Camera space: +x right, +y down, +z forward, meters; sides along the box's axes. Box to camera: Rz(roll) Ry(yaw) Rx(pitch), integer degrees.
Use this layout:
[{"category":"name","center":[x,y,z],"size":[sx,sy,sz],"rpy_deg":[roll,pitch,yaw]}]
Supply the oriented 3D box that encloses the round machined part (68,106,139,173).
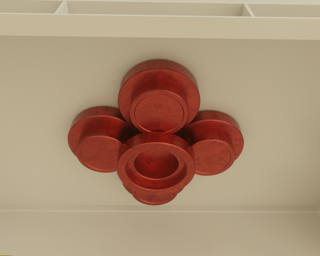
[{"category":"round machined part","center":[-0.073,0.022,0.413],"size":[0.099,0.042,0.097],"rpy_deg":[0,130,0]}]

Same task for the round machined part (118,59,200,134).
[{"category":"round machined part","center":[-0.001,-0.028,0.370],"size":[0.099,0.042,0.097],"rpy_deg":[0,130,0]}]

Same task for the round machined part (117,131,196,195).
[{"category":"round machined part","center":[-0.005,0.040,0.402],"size":[0.099,0.042,0.097],"rpy_deg":[0,130,0]}]

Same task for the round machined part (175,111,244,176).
[{"category":"round machined part","center":[0.064,0.027,0.419],"size":[0.099,0.042,0.097],"rpy_deg":[0,130,0]}]

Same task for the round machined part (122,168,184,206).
[{"category":"round machined part","center":[-0.008,0.078,0.461],"size":[0.099,0.042,0.097],"rpy_deg":[-1,129,-1]}]
